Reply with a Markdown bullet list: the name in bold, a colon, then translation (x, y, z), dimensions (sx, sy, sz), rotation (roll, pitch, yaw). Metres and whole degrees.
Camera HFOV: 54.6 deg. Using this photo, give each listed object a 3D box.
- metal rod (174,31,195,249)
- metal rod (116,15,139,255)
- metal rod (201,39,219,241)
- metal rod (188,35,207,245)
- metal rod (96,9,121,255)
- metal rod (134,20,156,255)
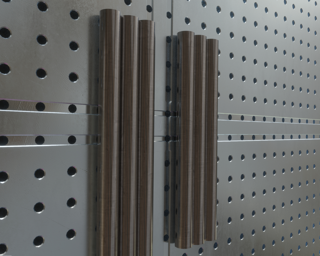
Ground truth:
- **metal rod**: translation (0.035, 0.016, 0.436), dimensions (0.025, 0.025, 0.298), rotation (1, 89, -40)
- **metal rod**: translation (-0.039, 0.017, 0.375), dimensions (0.025, 0.025, 0.298), rotation (1, 89, -40)
- **metal rod**: translation (0.075, 0.017, 0.470), dimensions (0.025, 0.025, 0.298), rotation (1, 89, -40)
- **metal rod**: translation (0.054, 0.017, 0.452), dimensions (0.025, 0.025, 0.298), rotation (1, 89, -40)
- **metal rod**: translation (-0.059, 0.016, 0.358), dimensions (0.025, 0.025, 0.298), rotation (1, 89, -40)
- **metal rod**: translation (-0.020, 0.017, 0.391), dimensions (0.025, 0.025, 0.298), rotation (1, 89, -40)
